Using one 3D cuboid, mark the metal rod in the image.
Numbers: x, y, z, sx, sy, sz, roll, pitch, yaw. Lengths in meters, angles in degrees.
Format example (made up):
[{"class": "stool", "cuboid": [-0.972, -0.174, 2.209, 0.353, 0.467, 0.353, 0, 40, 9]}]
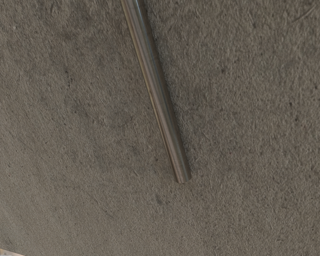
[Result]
[{"class": "metal rod", "cuboid": [-0.008, -0.061, 0.373, 0.025, 0.025, 0.299, -3, 117, 29]}]
